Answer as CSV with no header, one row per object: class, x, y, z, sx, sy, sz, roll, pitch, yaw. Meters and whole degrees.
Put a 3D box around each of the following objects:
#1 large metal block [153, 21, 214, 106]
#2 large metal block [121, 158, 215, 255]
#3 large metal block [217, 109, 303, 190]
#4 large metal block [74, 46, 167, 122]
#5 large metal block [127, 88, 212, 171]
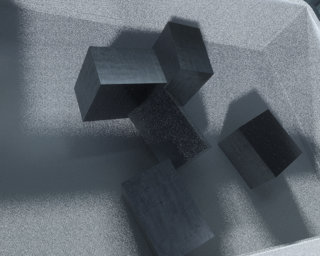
large metal block,0.024,-0.088,0.438,0.050,0.080,0.080,3,61,-27
large metal block,0.002,0.086,0.312,0.050,0.080,0.080,-27,76,-15
large metal block,0.146,0.030,0.453,0.081,0.050,0.080,-27,77,-37
large metal block,-0.051,-0.052,0.376,0.081,0.080,0.050,-6,65,-31
large metal block,0.016,0.005,0.370,0.080,0.050,0.080,55,9,10
